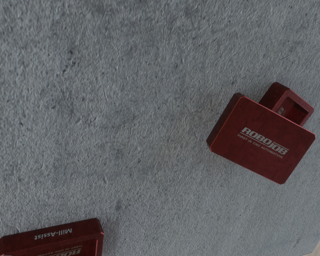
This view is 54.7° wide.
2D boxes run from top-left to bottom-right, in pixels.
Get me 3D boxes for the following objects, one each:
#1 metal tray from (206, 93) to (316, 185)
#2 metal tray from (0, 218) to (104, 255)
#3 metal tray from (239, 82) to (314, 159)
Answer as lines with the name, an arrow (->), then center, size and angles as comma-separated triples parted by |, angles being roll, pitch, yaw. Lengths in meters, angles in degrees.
metal tray -> 0.146, 0.017, 0.453 | 0.131, 0.030, 0.090 | 26, 103, -11
metal tray -> -0.149, 0.181, 0.433 | 0.131, 0.030, 0.089 | -4, 121, -26
metal tray -> 0.179, 0.001, 0.501 | 0.090, 0.030, 0.129 | 24, 105, -37
